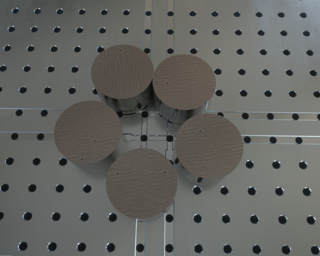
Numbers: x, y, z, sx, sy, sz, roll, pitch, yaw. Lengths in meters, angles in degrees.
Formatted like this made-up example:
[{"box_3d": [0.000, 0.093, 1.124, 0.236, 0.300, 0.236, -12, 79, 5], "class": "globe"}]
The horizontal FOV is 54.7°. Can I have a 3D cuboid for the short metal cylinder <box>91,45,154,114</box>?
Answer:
[{"box_3d": [-0.048, -0.065, 0.421, 0.081, 0.050, 0.080, 0, 70, 0], "class": "short metal cylinder"}]

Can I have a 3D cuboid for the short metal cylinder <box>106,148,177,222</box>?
[{"box_3d": [-0.020, 0.069, 0.371, 0.080, 0.050, 0.080, 0, 70, 0], "class": "short metal cylinder"}]

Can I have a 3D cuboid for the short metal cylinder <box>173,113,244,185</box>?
[{"box_3d": [0.058, 0.028, 0.388, 0.081, 0.050, 0.080, 0, 71, 0], "class": "short metal cylinder"}]

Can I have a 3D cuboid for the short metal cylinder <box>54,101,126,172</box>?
[{"box_3d": [-0.086, 0.012, 0.393, 0.081, 0.050, 0.080, 0, 70, 0], "class": "short metal cylinder"}]

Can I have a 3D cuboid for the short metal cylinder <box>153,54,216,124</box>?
[{"box_3d": [0.031, -0.051, 0.416, 0.081, 0.050, 0.080, 0, 70, 0], "class": "short metal cylinder"}]
